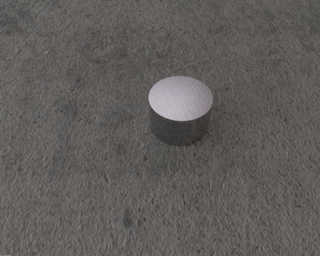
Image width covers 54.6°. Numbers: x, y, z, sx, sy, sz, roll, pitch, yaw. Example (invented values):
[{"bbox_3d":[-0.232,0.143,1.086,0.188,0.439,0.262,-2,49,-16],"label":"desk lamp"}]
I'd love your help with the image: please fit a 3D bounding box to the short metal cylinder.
[{"bbox_3d":[0.026,-0.023,0.407,0.080,0.050,0.080,0,50,0],"label":"short metal cylinder"}]
